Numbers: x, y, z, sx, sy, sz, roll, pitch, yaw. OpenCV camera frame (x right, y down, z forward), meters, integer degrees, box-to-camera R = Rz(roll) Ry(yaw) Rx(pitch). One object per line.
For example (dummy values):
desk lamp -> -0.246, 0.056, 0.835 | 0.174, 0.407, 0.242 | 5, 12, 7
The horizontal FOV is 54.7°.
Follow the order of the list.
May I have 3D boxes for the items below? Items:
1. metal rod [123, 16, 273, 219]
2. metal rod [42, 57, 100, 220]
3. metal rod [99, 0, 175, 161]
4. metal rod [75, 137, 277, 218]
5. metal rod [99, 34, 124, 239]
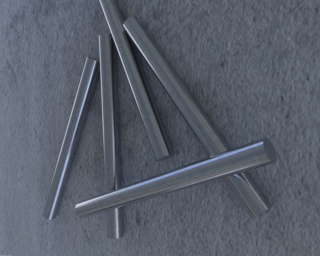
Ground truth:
metal rod -> 0.032, -0.030, 0.376 | 0.025, 0.025, 0.299 | -46, 63, 30
metal rod -> -0.153, 0.026, 0.527 | 0.025, 0.025, 0.298 | 32, 110, 35
metal rod -> -0.043, -0.096, 0.438 | 0.025, 0.025, 0.299 | -32, 70, 35
metal rod -> -0.007, 0.071, 0.375 | 0.299, 0.025, 0.025 | -25, 74, 36
metal rod -> -0.073, 0.010, 0.462 | 0.025, 0.025, 0.298 | -5, 87, 39
